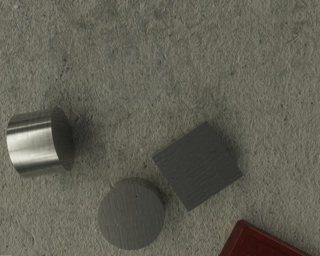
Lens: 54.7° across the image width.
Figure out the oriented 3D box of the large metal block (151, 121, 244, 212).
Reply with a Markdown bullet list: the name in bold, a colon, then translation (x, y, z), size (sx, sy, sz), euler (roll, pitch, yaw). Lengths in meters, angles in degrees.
- **large metal block**: translation (0.045, 0.046, 0.398), size (0.080, 0.050, 0.080), euler (-34, 90, 0)

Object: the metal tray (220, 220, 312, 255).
- **metal tray**: translation (0.145, 0.192, 0.408), size (0.130, 0.030, 0.090), euler (28, 90, 0)

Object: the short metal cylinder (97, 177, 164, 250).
- **short metal cylinder**: translation (-0.035, 0.107, 0.397), size (0.081, 0.050, 0.080), euler (0, 90, 0)

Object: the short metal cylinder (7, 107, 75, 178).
- **short metal cylinder**: translation (-0.143, 0.018, 0.381), size (0.050, 0.080, 0.080), euler (-11, 90, 0)
